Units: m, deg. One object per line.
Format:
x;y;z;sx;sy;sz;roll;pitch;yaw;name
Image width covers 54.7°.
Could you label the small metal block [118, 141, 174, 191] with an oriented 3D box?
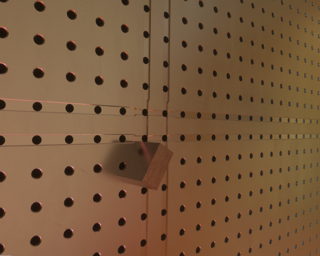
-0.018;0.045;0.380;0.025;0.050;0.050;39;66;-34;small metal block
